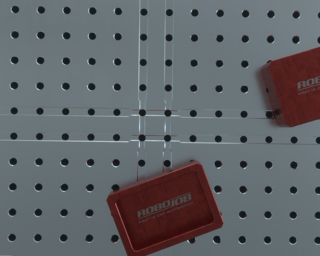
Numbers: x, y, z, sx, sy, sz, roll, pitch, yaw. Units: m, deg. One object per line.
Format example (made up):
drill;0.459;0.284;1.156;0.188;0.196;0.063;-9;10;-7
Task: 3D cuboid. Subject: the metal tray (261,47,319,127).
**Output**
metal tray;0.214;-0.061;0.414;0.131;0.030;0.090;-17;90;-1

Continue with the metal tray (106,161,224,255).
metal tray;0.007;0.107;0.411;0.131;0.030;0.090;-20;90;-1
